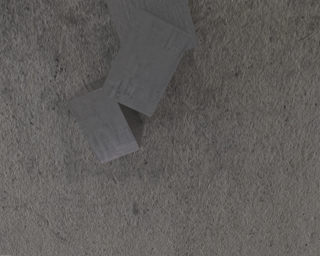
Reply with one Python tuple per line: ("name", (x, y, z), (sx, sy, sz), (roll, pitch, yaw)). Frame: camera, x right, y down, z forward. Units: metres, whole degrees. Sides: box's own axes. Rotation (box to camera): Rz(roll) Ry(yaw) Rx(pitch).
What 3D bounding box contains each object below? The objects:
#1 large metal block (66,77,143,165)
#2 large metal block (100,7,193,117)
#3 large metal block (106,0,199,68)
("large metal block", (-0.061, -0.015, 0.374), (0.050, 0.080, 0.080), (-21, 109, 7))
("large metal block", (-0.013, -0.067, 0.302), (0.050, 0.080, 0.080), (25, 108, -9))
("large metal block", (-0.008, -0.122, 0.351), (0.080, 0.050, 0.080), (-16, 110, 6))
